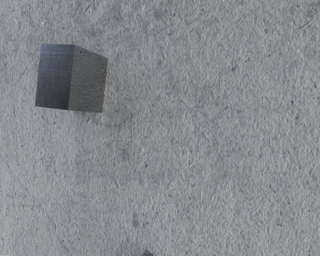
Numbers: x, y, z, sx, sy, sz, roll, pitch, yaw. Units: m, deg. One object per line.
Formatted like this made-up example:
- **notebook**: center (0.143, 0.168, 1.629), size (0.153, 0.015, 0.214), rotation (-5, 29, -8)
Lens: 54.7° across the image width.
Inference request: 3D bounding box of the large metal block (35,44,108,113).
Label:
- **large metal block**: center (-0.117, -0.064, 0.421), size (0.050, 0.080, 0.079), rotation (7, 93, 20)

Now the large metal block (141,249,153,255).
- **large metal block**: center (-0.037, 0.215, 0.393), size (0.050, 0.080, 0.080), rotation (42, 103, 15)
